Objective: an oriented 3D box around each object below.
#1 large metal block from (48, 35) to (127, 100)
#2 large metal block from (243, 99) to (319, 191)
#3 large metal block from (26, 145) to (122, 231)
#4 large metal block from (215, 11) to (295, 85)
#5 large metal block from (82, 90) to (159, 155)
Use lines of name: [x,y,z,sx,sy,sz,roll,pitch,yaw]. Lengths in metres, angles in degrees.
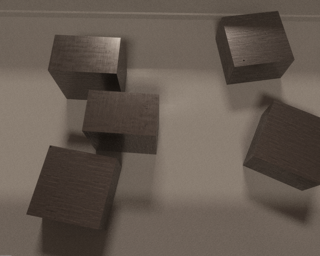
large metal block: [-0.090,-0.075,0.407,0.081,0.080,0.050,3,70,1]
large metal block: [0.162,0.022,0.390,0.080,0.050,0.080,23,72,8]
large metal block: [-0.097,0.073,0.369,0.080,0.050,0.080,11,70,3]
large metal block: [0.131,-0.113,0.439,0.081,0.050,0.080,-8,70,-3]
large metal block: [-0.043,-0.004,0.381,0.081,0.080,0.050,4,70,1]
